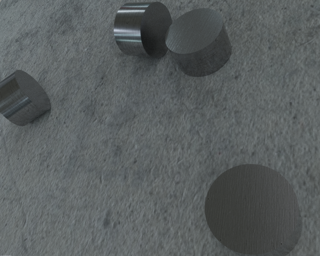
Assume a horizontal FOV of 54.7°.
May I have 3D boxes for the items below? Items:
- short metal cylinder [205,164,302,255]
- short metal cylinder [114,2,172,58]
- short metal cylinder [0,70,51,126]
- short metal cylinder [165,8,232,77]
[{"bbox_3d":[0.089,0.080,0.292,0.080,0.050,0.080,-13,56,20],"label":"short metal cylinder"},{"bbox_3d":[-0.024,-0.149,0.471,0.050,0.080,0.080,14,69,33],"label":"short metal cylinder"},{"bbox_3d":[-0.231,-0.050,0.518,0.050,0.080,0.080,-33,52,6],"label":"short metal cylinder"},{"bbox_3d":[0.054,-0.118,0.431,0.080,0.050,0.080,-13,56,20],"label":"short metal cylinder"}]
